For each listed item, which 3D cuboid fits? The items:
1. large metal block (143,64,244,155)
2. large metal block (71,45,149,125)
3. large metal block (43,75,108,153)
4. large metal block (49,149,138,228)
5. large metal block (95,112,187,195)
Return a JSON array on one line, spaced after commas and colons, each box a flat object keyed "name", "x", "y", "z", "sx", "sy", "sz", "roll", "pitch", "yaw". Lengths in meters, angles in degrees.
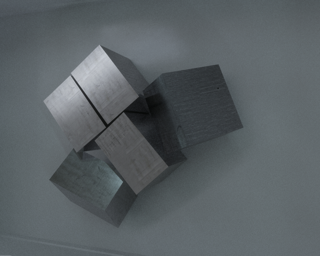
[{"name": "large metal block", "x": 0.038, "y": -0.022, "z": 0.359, "sx": 0.050, "sy": 0.081, "sz": 0.080, "roll": -30, "pitch": 77, "yaw": 58}, {"name": "large metal block", "x": -0.052, "y": -0.051, "z": 0.397, "sx": 0.050, "sy": 0.080, "sz": 0.080, "roll": -40, "pitch": 78, "yaw": 15}, {"name": "large metal block", "x": -0.091, "y": -0.017, "z": 0.411, "sx": 0.050, "sy": 0.080, "sz": 0.080, "roll": -39, "pitch": 78, "yaw": 16}, {"name": "large metal block", "x": -0.081, "y": 0.078, "z": 0.400, "sx": 0.080, "sy": 0.080, "sz": 0.050, "roll": 23, "pitch": 63, "yaw": 18}, {"name": "large metal block", "x": -0.020, "y": 0.028, "z": 0.385, "sx": 0.050, "sy": 0.080, "sz": 0.080, "roll": -43, "pitch": 77, "yaw": 15}]
